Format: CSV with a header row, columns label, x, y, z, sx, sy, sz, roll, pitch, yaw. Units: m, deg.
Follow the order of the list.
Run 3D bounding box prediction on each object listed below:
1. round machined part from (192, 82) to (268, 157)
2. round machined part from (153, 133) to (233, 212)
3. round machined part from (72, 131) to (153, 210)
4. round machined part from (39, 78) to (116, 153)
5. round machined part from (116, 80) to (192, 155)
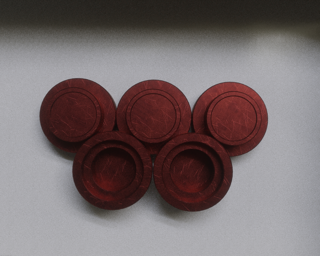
label,x,y,z,sx,sy,sz,roll,pitch,yaw
round machined part,0.091,-0.011,0.401,0.099,0.042,0.097,0,89,0
round machined part,0.040,0.054,0.401,0.099,0.042,0.097,0,90,0
round machined part,-0.058,0.052,0.401,0.099,0.042,0.097,0,90,0
round machined part,-0.106,-0.016,0.399,0.099,0.042,0.097,0,89,-1
round machined part,-0.008,-0.014,0.400,0.099,0.042,0.097,0,89,0
